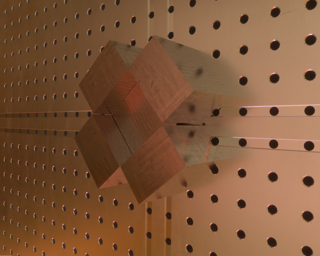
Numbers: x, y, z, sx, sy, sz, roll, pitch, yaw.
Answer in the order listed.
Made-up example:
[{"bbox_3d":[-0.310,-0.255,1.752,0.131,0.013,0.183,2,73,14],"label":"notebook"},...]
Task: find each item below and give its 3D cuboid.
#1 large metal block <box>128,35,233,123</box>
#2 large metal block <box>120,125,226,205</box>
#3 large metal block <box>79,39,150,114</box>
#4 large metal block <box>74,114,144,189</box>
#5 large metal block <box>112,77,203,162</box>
[{"bbox_3d":[0.024,-0.052,0.355,0.050,0.081,0.080,-46,63,30],"label":"large metal block"},{"bbox_3d":[0.016,0.041,0.363,0.080,0.081,0.050,-45,63,31],"label":"large metal block"},{"bbox_3d":[-0.046,-0.063,0.413,0.080,0.081,0.050,-46,63,30],"label":"large metal block"},{"bbox_3d":[-0.056,0.029,0.420,0.050,0.081,0.080,-46,63,30],"label":"large metal block"},{"bbox_3d":[-0.006,-0.011,0.398,0.080,0.050,0.080,-47,61,32],"label":"large metal block"}]
